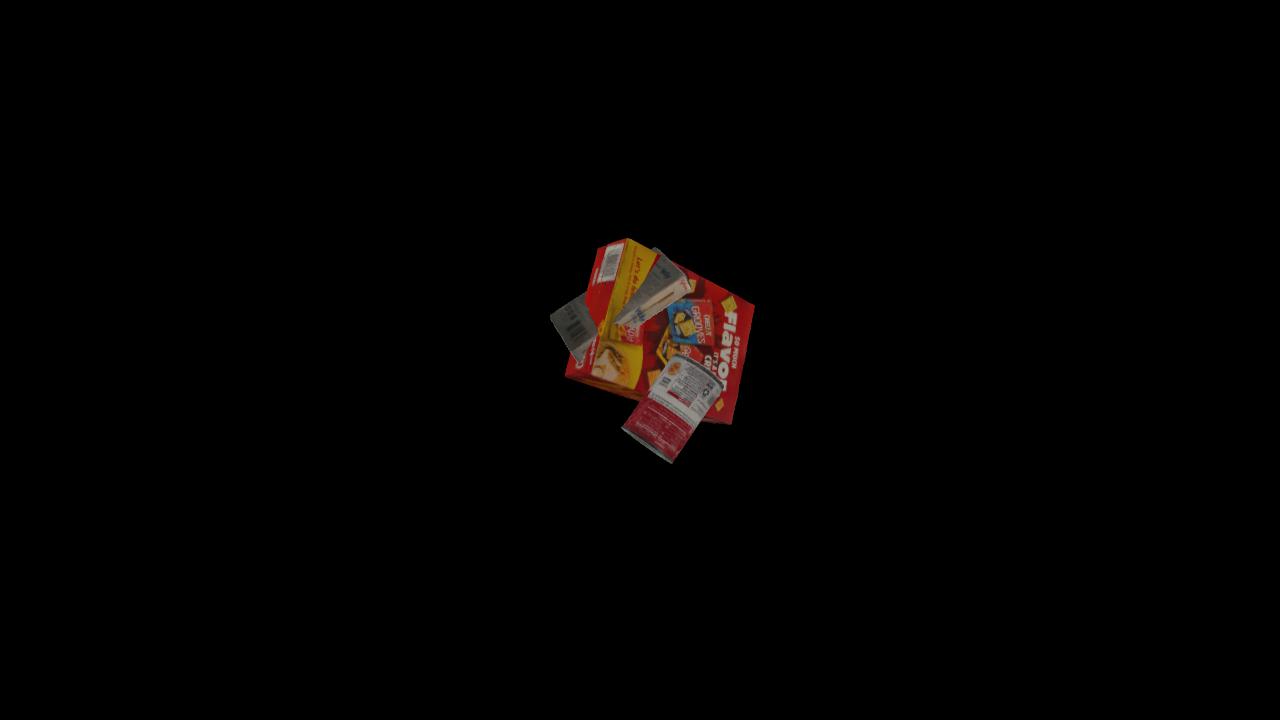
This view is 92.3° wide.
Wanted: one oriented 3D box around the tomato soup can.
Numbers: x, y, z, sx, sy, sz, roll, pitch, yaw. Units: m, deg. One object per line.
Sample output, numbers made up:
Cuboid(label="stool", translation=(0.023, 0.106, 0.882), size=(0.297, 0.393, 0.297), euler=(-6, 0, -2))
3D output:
Cuboid(label="tomato soup can", translation=(0.036, 0.051, 0.661), size=(0.068, 0.101, 0.068), euler=(34, -8, 6))

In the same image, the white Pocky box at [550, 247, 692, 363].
Cuboid(label="white Pocky box", translation=(-0.025, -0.065, 0.709), size=(0.154, 0.028, 0.084), euler=(-34, 41, -2))

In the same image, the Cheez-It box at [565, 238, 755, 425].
Cuboid(label="Cheez-It box", translation=(0.033, -0.027, 0.756), size=(0.223, 0.166, 0.071), euler=(20, -13, -34))
